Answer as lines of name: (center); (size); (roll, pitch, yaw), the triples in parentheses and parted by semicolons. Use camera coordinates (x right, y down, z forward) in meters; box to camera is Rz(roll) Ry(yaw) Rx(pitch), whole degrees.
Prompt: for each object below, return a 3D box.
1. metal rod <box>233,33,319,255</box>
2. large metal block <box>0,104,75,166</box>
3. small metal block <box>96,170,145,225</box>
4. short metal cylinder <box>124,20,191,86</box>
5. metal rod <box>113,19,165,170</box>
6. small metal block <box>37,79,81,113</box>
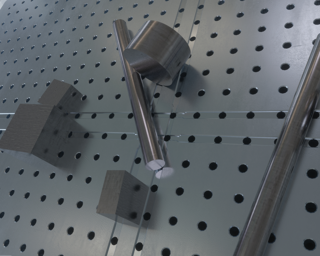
metal rod: (0.134, 0.021, 0.324); (0.025, 0.025, 0.300); (16, 70, 34)
large metal block: (-0.194, 0.009, 0.489); (0.080, 0.050, 0.080); (4, 64, 30)
small metal block: (-0.044, 0.082, 0.365); (0.025, 0.050, 0.050); (-4, 60, 26)
short metal cylinder: (-0.004, -0.104, 0.439); (0.080, 0.080, 0.050); (23, 74, 36)
metal rod: (-0.039, -0.070, 0.471); (0.025, 0.025, 0.299); (-25, 53, 12)
small metal block: (-0.174, -0.053, 0.532); (0.050, 0.025, 0.050); (20, 72, 35)
